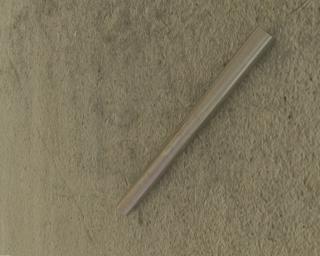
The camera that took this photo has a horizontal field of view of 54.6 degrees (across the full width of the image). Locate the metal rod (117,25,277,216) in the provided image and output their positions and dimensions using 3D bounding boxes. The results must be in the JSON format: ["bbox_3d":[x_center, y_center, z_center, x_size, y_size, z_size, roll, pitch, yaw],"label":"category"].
[{"bbox_3d":[0.029,0.010,0.381,0.025,0.025,0.299,52,120,27],"label":"metal rod"}]
